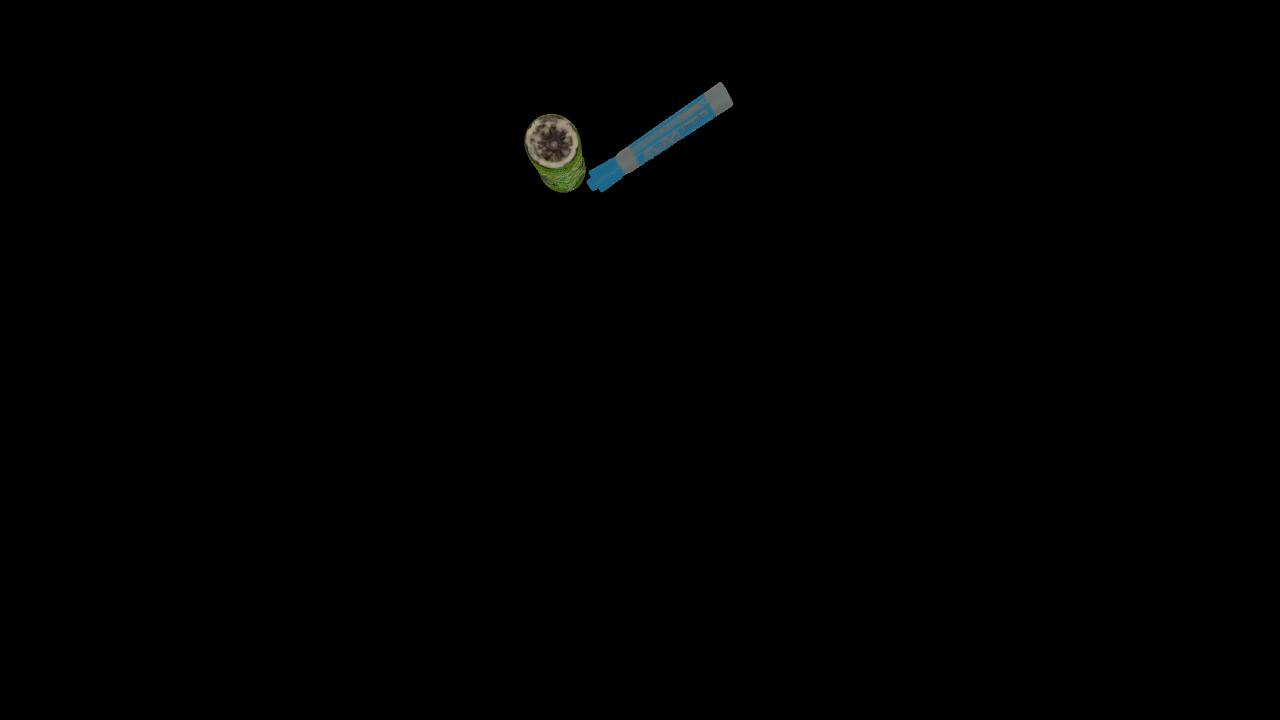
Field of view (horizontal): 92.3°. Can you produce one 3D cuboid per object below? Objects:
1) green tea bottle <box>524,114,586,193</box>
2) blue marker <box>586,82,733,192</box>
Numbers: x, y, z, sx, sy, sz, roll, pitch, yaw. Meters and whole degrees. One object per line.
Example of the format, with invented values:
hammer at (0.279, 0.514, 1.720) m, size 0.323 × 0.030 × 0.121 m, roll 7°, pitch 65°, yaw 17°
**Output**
green tea bottle at (-0.110, -0.274, 0.847) m, size 0.073 × 0.073 × 0.212 m, roll 0°, pitch 6°, yaw -1°
blue marker at (0.012, -0.162, 0.456) m, size 0.121 × 0.020 × 0.020 m, roll -30°, pitch -8°, yaw 13°
